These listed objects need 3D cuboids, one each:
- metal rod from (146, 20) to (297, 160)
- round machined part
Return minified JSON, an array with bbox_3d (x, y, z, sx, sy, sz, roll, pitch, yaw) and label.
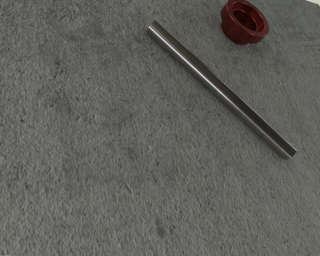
[{"bbox_3d":[0.097,-0.060,0.492,0.300,0.025,0.025,43,51,1],"label":"metal rod"},{"bbox_3d":[0.159,-0.201,0.601,0.099,0.042,0.098,14,56,-21],"label":"round machined part"}]
